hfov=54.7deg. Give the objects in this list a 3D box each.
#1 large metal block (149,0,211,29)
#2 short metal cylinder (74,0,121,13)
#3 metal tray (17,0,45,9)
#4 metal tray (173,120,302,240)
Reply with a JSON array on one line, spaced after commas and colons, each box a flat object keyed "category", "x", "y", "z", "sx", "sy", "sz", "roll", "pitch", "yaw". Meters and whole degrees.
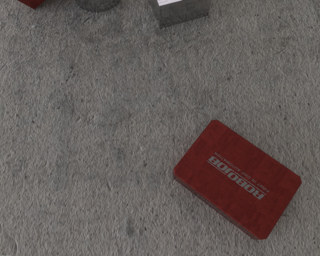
[{"category": "large metal block", "x": 0.025, "y": -0.208, "z": 0.471, "sx": 0.081, "sy": 0.050, "sz": 0.080, "roll": -17, "pitch": 71, "yaw": -6}, {"category": "short metal cylinder", "x": -0.100, "y": -0.227, "z": 0.477, "sx": 0.081, "sy": 0.050, "sz": 0.080, "roll": 0, "pitch": 70, "yaw": 0}, {"category": "metal tray", "x": -0.178, "y": -0.259, "z": 0.471, "sx": 0.090, "sy": 0.030, "sz": 0.130, "roll": -19, "pitch": 65, "yaw": 35}, {"category": "metal tray", "x": 0.093, "y": 0.062, "z": 0.383, "sx": 0.130, "sy": 0.030, "sz": 0.090, "roll": 36, "pitch": 74, "yaw": 12}]
